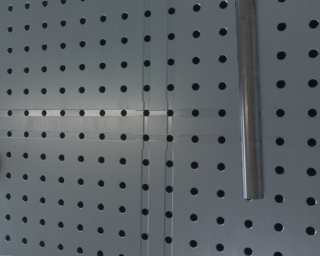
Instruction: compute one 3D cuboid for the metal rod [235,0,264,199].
[{"bbox_3d":[0.107,-0.066,0.374,0.025,0.025,0.298,-2,89,20],"label":"metal rod"}]
